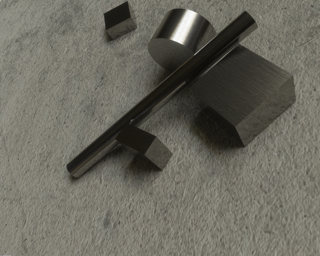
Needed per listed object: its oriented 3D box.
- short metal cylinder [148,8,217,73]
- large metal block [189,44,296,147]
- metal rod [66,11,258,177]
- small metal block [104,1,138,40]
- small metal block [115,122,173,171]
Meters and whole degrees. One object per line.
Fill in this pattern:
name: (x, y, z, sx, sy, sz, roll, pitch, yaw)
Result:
short metal cylinder: (0.031, -0.114, 0.421, 0.080, 0.080, 0.050, 15, 70, 34)
large metal block: (0.096, -0.039, 0.361, 0.080, 0.050, 0.080, -42, 51, -1)
metal rod: (-0.007, -0.034, 0.393, 0.300, 0.025, 0.025, -39, 51, 14)
small metal block: (-0.071, -0.194, 0.558, 0.050, 0.025, 0.050, -23, 54, 14)
small metal block: (-0.019, 0.023, 0.382, 0.050, 0.050, 0.025, 24, 75, 36)
